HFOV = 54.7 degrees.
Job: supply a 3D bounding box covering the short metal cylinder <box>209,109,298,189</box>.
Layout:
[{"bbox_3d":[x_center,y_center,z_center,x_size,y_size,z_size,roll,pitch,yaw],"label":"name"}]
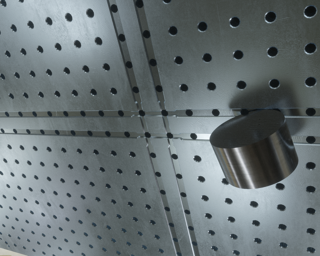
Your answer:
[{"bbox_3d":[0.101,0.021,0.335,0.080,0.080,0.050,-13,112,33],"label":"short metal cylinder"}]
